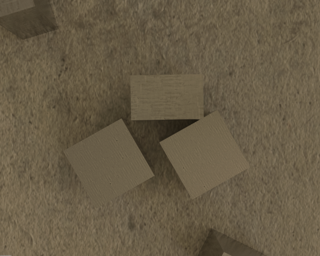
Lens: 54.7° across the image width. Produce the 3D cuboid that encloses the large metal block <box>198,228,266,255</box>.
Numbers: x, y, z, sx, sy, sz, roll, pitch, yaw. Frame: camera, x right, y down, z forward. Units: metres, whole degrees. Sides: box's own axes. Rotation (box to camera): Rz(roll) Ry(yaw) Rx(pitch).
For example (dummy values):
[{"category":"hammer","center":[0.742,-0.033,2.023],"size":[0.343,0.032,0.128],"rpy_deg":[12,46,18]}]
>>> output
[{"category":"large metal block","center":[0.095,0.177,0.384],"size":[0.080,0.080,0.050],"rpy_deg":[27,90,-1]}]

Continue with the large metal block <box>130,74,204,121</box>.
[{"category":"large metal block","center":[0.008,-0.034,0.383],"size":[0.081,0.080,0.050],"rpy_deg":[-1,90,0]}]

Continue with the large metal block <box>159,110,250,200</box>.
[{"category":"large metal block","center":[0.054,0.032,0.398],"size":[0.080,0.050,0.080],"rpy_deg":[-30,91,0]}]

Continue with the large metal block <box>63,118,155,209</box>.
[{"category":"large metal block","center":[-0.061,0.042,0.397],"size":[0.080,0.050,0.080],"rpy_deg":[-30,90,0]}]

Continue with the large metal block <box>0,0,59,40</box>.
[{"category":"large metal block","center":[-0.174,-0.165,0.380],"size":[0.050,0.080,0.080],"rpy_deg":[-18,90,0]}]
